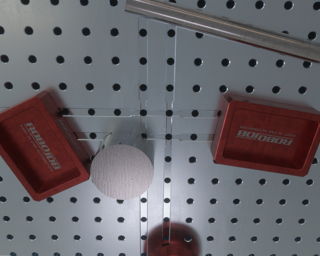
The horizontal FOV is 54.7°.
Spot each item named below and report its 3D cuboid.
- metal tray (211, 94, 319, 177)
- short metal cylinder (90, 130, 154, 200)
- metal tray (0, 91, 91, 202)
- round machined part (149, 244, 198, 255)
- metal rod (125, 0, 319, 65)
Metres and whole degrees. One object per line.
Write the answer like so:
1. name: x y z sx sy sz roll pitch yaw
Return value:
1. metal tray: 0.143 0.011 0.416 0.131 0.030 0.089 9 110 -4
2. short metal cylinder: -0.048 0.049 0.418 0.081 0.050 0.079 0 110 0
3. metal tray: -0.161 0.027 0.419 0.090 0.030 0.130 -25 109 8
4. round machined part: 0.020 0.224 0.487 0.099 0.042 0.097 0 110 0
5. metal rod: 0.108 -0.112 0.373 0.302 0.025 0.025 13 110 -5
